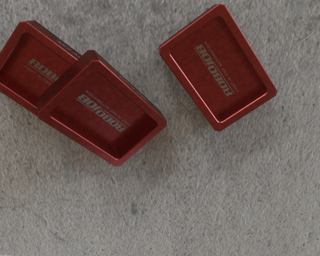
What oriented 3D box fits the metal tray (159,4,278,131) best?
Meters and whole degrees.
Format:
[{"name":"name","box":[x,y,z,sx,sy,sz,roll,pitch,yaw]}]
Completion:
[{"name":"metal tray","box":[0.071,-0.071,0.381,0.090,0.030,0.130,-35,107,11]}]

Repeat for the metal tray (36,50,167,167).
[{"name":"metal tray","box":[-0.064,-0.017,0.368,0.090,0.030,0.130,-42,130,9]}]

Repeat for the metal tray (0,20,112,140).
[{"name":"metal tray","box":[-0.131,-0.057,0.384,0.130,0.030,0.090,37,106,-13]}]
